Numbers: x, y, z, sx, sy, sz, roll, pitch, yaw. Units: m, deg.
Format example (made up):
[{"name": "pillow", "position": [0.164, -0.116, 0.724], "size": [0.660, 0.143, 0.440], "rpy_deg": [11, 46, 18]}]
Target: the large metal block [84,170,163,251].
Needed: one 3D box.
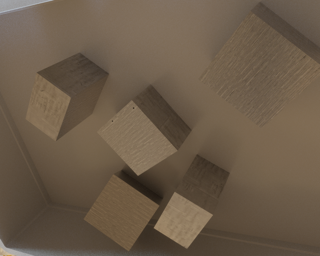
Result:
[{"name": "large metal block", "position": [-0.053, 0.122, 0.470], "size": [0.080, 0.050, 0.080], "rpy_deg": [34, 93, 6]}]

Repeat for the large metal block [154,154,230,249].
[{"name": "large metal block", "position": [0.042, 0.096, 0.409], "size": [0.050, 0.080, 0.079], "rpy_deg": [30, 128, 8]}]

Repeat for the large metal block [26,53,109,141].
[{"name": "large metal block", "position": [-0.122, -0.042, 0.409], "size": [0.050, 0.080, 0.079], "rpy_deg": [36, 129, 4]}]

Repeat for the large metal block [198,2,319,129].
[{"name": "large metal block", "position": [0.099, -0.061, 0.303], "size": [0.080, 0.050, 0.080], "rpy_deg": [39, 129, 1]}]

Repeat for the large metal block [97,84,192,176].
[{"name": "large metal block", "position": [-0.021, 0.004, 0.404], "size": [0.080, 0.050, 0.080], "rpy_deg": [48, 128, -6]}]
